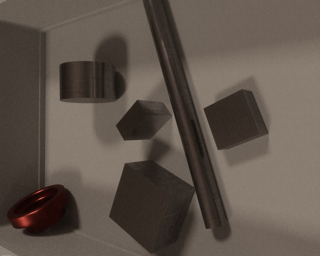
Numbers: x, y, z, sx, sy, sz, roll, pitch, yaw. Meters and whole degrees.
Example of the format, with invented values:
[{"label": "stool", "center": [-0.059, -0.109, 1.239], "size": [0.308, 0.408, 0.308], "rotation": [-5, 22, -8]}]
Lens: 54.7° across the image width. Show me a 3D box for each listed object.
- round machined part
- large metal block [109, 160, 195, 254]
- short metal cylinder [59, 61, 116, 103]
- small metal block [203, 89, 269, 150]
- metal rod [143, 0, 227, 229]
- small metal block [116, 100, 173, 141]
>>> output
[{"label": "round machined part", "center": [-0.202, 0.141, 0.529], "size": [0.098, 0.099, 0.042], "rotation": [-8, 110, 39]}, {"label": "large metal block", "center": [-0.012, 0.097, 0.398], "size": [0.080, 0.050, 0.079], "rotation": [28, 108, 36]}, {"label": "short metal cylinder", "center": [-0.105, -0.065, 0.455], "size": [0.080, 0.081, 0.050], "rotation": [-2, 89, 39]}, {"label": "small metal block", "center": [0.082, -0.008, 0.338], "size": [0.050, 0.025, 0.050], "rotation": [-27, 73, 36]}, {"label": "metal rod", "center": [0.027, -0.030, 0.383], "size": [0.025, 0.025, 0.299], "rotation": [-24, 75, 37]}, {"label": "small metal block", "center": [-0.021, -0.009, 0.406], "size": [0.050, 0.050, 0.025], "rotation": [-47, 63, 30]}]
